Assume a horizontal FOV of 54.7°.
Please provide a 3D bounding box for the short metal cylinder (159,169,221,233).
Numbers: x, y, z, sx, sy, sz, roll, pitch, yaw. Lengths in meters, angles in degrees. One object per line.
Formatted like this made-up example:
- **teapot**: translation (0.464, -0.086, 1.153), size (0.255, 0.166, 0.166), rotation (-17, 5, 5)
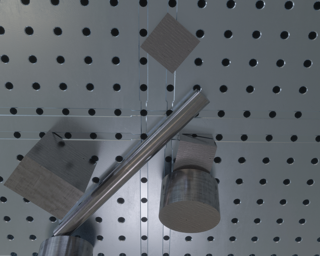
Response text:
- **short metal cylinder**: translation (0.040, 0.101, 0.423), size (0.080, 0.050, 0.079), rotation (3, 133, 3)

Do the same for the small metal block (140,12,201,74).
- **small metal block**: translation (0.012, -0.103, 0.375), size (0.050, 0.025, 0.050), rotation (38, 106, -13)

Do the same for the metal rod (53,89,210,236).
- **metal rod**: translation (-0.048, 0.060, 0.434), size (0.025, 0.025, 0.299), rotation (42, 105, -14)

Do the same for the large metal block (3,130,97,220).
- **large metal block**: translation (-0.137, 0.059, 0.404), size (0.080, 0.080, 0.050), rotation (37, 106, -13)

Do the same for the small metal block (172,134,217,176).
- **small metal block**: translation (0.047, 0.039, 0.428), size (0.050, 0.025, 0.050), rotation (10, 110, -4)

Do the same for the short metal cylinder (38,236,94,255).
- **short metal cylinder**: translation (-0.142, 0.204, 0.460), size (0.081, 0.050, 0.079), rotation (-2, 132, -2)
